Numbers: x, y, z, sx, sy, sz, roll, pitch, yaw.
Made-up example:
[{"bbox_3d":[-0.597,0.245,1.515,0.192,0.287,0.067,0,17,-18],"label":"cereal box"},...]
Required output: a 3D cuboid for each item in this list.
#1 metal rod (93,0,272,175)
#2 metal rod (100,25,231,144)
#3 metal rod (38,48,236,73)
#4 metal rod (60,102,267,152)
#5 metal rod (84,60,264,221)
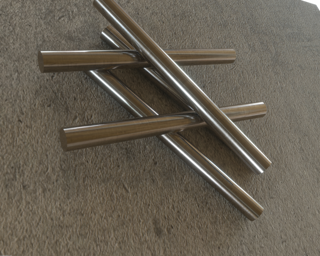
[{"bbox_3d":[0.025,-0.059,0.393,0.300,0.025,0.025,47,51,4],"label":"metal rod"},{"bbox_3d":[0.036,-0.043,0.452,0.300,0.025,0.025,40,51,-1],"label":"metal rod"},{"bbox_3d":[-0.009,-0.097,0.429,0.303,0.025,0.025,-10,67,-33],"label":"metal rod"},{"bbox_3d":[0.028,-0.008,0.395,0.303,0.025,0.025,-9,67,-32],"label":"metal rod"},{"bbox_3d":[0.015,0.012,0.406,0.300,0.025,0.025,42,51,0],"label":"metal rod"}]
